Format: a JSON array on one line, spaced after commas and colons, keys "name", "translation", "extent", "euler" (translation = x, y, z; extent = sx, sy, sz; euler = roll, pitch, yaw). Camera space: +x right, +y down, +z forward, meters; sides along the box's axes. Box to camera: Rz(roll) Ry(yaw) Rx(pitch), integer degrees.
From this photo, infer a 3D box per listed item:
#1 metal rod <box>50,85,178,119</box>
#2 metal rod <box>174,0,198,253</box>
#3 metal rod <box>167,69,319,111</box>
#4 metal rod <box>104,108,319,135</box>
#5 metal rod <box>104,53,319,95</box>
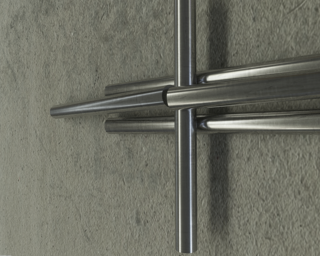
[{"name": "metal rod", "translation": [-0.087, -0.031, 0.443], "extent": [0.300, 0.025, 0.025], "euler": [-2, 89, 49]}, {"name": "metal rod", "translation": [0.029, -0.013, 0.348], "extent": [0.025, 0.025, 0.298], "euler": [-1, 90, 39]}, {"name": "metal rod", "translation": [0.144, -0.038, 0.254], "extent": [0.300, 0.025, 0.025], "euler": [-3, 88, 29]}, {"name": "metal rod", "translation": [0.043, -0.005, 0.369], "extent": [0.300, 0.025, 0.025], "euler": [-1, 90, 39]}, {"name": "metal rod", "translation": [0.043, -0.055, 0.369], "extent": [0.300, 0.025, 0.025], "euler": [-1, 90, 39]}]
